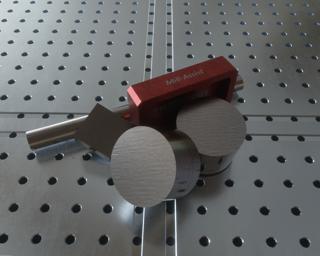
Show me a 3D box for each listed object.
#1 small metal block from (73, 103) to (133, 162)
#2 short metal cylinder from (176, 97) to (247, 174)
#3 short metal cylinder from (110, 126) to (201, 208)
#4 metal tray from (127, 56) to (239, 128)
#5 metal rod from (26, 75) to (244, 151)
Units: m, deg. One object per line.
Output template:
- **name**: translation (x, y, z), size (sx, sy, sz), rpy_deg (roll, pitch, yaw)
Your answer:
- **small metal block**: translation (-0.069, 0.006, 0.381), size (0.050, 0.025, 0.050), rpy_deg (32, 71, 1)
- **short metal cylinder**: translation (0.057, 0.009, 0.373), size (0.081, 0.050, 0.080), rpy_deg (2, 58, -4)
- **short metal cylinder**: translation (-0.005, 0.039, 0.326), size (0.080, 0.080, 0.050), rpy_deg (40, 19, 28)
- **metal tray**: translation (0.028, -0.029, 0.385), size (0.131, 0.089, 0.030), rpy_deg (-21, 53, -17)
- **metal rod**: translation (-0.023, -0.026, 0.424), size (0.302, 0.025, 0.025), rpy_deg (-17, 52, -14)
